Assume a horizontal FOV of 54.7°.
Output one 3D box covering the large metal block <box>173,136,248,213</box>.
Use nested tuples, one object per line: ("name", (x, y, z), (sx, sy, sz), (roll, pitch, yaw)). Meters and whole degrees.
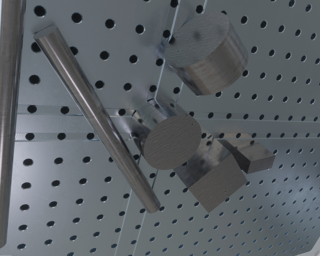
("large metal block", (0.079, 0.074, 0.484), (0.080, 0.050, 0.080), (-39, 130, -2))

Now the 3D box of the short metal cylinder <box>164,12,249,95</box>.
("short metal cylinder", (0.052, -0.084, 0.352), (0.080, 0.080, 0.050), (-45, 129, 3))

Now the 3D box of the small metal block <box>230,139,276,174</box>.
("small metal block", (0.149, 0.046, 0.505), (0.050, 0.050, 0.025), (-9, 122, -24))

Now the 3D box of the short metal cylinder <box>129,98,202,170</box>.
("short metal cylinder", (0.007, 0.007, 0.404), (0.081, 0.050, 0.079), (-14, 124, -21))

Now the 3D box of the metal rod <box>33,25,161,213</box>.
("metal rod", (-0.060, 0.015, 0.387), (0.025, 0.025, 0.299), (-31, 129, -8))

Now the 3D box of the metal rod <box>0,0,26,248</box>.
("metal rod", (-0.167, 0.012, 0.327), (0.025, 0.025, 0.298), (2, 118, -30))
